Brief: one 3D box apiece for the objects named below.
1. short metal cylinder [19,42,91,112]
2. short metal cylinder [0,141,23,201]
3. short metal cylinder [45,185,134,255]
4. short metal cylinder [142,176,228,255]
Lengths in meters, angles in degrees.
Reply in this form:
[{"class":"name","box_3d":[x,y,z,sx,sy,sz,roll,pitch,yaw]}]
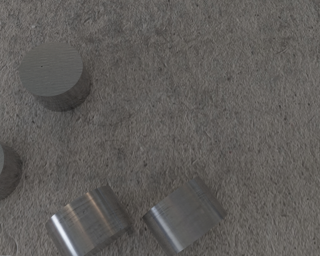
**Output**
[{"class":"short metal cylinder","box_3d":[-0.139,-0.068,0.419,0.081,0.050,0.080,0,70,0]},{"class":"short metal cylinder","box_3d":[-0.218,0.050,0.375,0.081,0.050,0.080,0,70,0]},{"class":"short metal cylinder","box_3d":[-0.076,0.107,0.339,0.080,0.080,0.050,-33,74,-11]},{"class":"short metal cylinder","box_3d":[0.027,0.097,0.343,0.080,0.080,0.050,-33,74,-11]}]
